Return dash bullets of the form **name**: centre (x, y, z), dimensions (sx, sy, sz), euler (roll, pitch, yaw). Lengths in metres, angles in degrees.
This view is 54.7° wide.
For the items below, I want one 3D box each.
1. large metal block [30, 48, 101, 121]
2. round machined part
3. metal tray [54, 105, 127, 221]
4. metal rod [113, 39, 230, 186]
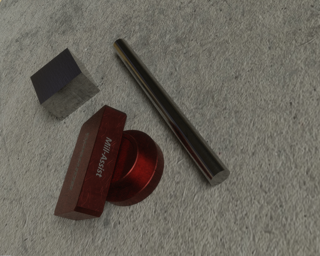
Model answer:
- **large metal block**: centre (-0.158, -0.073, 0.513), dimensions (0.080, 0.050, 0.080), euler (-38, 51, 2)
- **round machined part**: centre (-0.048, 0.045, 0.389), dimensions (0.098, 0.042, 0.098), euler (-13, 56, 20)
- **metal tray**: centre (-0.087, 0.045, 0.387), dimensions (0.090, 0.030, 0.130), euler (-28, 44, 53)
- **metal rod**: centre (-0.001, -0.043, 0.429), dimensions (0.025, 0.025, 0.300), euler (-37, 51, 3)
